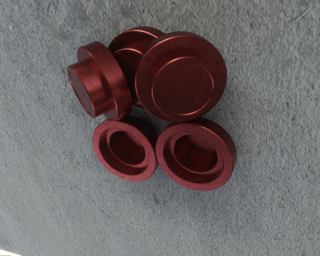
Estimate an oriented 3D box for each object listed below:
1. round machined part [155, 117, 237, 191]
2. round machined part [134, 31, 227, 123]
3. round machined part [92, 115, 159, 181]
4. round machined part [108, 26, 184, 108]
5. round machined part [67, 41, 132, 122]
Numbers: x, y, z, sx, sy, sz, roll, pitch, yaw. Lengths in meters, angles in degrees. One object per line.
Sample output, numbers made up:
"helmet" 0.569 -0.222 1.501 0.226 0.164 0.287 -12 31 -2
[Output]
"round machined part" 0.047 0.027 0.388 0.098 0.042 0.097 13 124 20
"round machined part" 0.023 -0.048 0.326 0.099 0.042 0.097 -4 120 -6
"round machined part" -0.041 0.023 0.431 0.098 0.042 0.097 13 124 20
"round machined part" -0.024 -0.066 0.367 0.098 0.042 0.097 13 124 20
"round machined part" -0.077 -0.051 0.374 0.098 0.042 0.097 47 154 32
